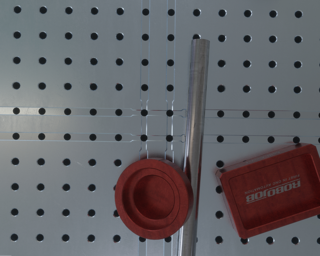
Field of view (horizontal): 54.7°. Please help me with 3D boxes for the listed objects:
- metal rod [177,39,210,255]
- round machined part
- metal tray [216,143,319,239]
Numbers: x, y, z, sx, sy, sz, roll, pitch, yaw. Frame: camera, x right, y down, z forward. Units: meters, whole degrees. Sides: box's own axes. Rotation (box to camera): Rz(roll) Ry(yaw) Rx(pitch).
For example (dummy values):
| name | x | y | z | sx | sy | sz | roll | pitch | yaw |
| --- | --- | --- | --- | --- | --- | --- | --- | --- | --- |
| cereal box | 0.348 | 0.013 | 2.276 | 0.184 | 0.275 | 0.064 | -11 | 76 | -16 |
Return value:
| name | x | y | z | sx | sy | sz | roll | pitch | yaw |
| --- | --- | --- | --- | --- | --- | --- | --- | --- | --- |
| metal rod | 0.044 | 0.033 | 0.413 | 0.025 | 0.025 | 0.298 | 4 | 90 | 0 |
| round machined part | -0.004 | 0.086 | 0.394 | 0.098 | 0.042 | 0.097 | 0 | 89 | 22 |
| metal tray | 0.151 | 0.081 | 0.411 | 0.131 | 0.030 | 0.090 | -18 | 90 | 0 |
